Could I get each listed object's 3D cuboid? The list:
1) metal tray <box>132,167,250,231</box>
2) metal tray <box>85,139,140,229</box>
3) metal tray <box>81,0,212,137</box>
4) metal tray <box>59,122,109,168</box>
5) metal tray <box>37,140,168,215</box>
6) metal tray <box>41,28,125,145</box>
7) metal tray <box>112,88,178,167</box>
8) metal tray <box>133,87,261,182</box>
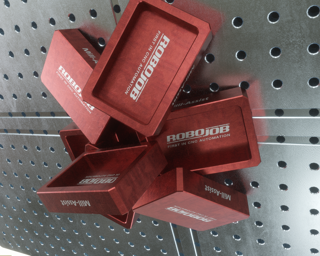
[{"bbox_3d":[0.041,0.098,0.404,0.131,0.030,0.090,27,138,-33],"label":"metal tray"},{"bbox_3d":[-0.066,0.081,0.454,0.090,0.030,0.129,24,127,13],"label":"metal tray"},{"bbox_3d":[-0.014,-0.066,0.331,0.090,0.030,0.130,30,95,9],"label":"metal tray"},{"bbox_3d":[-0.094,0.052,0.491,0.090,0.030,0.129,-5,116,29],"label":"metal tray"},{"bbox_3d":[-0.067,0.057,0.356,0.130,0.090,0.030,-10,113,37],"label":"metal tray"},{"bbox_3d":[-0.099,-0.054,0.406,0.130,0.030,0.090,48,131,14],"label":"metal tray"},{"bbox_3d":[-0.022,0.006,0.423,0.090,0.030,0.129,-6,114,28],"label":"metal tray"},{"bbox_3d":[0.045,0.011,0.368,0.130,0.030,0.090,-12,113,14],"label":"metal tray"}]
